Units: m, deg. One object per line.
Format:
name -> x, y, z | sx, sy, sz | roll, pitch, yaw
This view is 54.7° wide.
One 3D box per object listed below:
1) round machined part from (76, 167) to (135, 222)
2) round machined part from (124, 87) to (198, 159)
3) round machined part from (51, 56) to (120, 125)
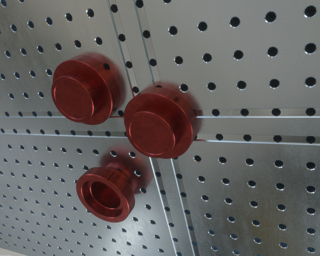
round machined part -> -0.084, 0.103, 0.506 | 0.098, 0.042, 0.097 | 13, 124, 20
round machined part -> -0.005, 0.000, 0.402 | 0.098, 0.042, 0.097 | 13, 124, 20
round machined part -> -0.109, -0.046, 0.427 | 0.098, 0.042, 0.097 | 13, 124, 20
